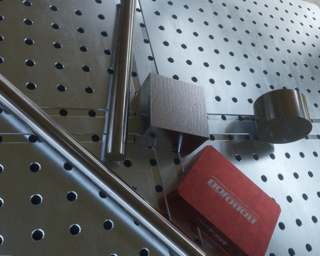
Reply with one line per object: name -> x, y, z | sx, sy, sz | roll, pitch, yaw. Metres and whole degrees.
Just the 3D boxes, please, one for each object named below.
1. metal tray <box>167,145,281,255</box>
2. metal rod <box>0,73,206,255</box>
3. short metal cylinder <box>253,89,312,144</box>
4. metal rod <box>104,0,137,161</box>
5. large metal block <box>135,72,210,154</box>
metal tray -> 0.084, 0.095, 0.392 | 0.130, 0.030, 0.090 | 42, 51, 0
metal rod -> -0.071, 0.047, 0.340 | 0.300, 0.025, 0.025 | 41, 51, 0
short metal cylinder -> 0.190, -0.016, 0.485 | 0.081, 0.080, 0.050 | 17, 55, -19
metal rod -> -0.051, -0.094, 0.437 | 0.025, 0.025, 0.299 | 14, 56, -21
large metal block -> 0.014, -0.018, 0.411 | 0.081, 0.050, 0.080 | 12, 57, -22
